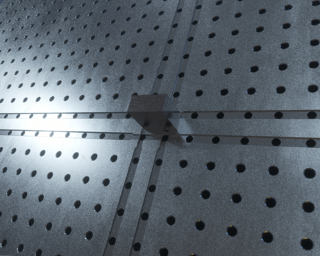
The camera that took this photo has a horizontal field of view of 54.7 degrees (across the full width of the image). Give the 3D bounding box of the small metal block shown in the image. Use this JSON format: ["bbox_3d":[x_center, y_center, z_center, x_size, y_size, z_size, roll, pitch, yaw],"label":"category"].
[{"bbox_3d":[-0.007,-0.020,0.406,0.050,0.050,0.025,1,62,28],"label":"small metal block"}]
